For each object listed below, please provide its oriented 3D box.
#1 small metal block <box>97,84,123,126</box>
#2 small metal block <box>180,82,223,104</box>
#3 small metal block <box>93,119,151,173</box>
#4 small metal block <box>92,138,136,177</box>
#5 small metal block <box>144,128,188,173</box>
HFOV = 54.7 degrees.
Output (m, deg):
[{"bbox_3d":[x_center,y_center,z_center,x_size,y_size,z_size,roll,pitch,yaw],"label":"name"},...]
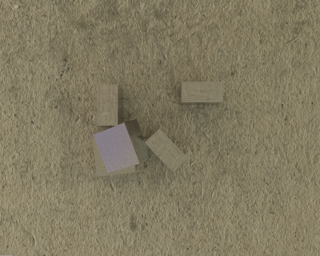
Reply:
[{"bbox_3d":[-0.063,-0.028,0.397,0.025,0.050,0.050,0,90,0],"label":"small metal block"},{"bbox_3d":[0.051,-0.044,0.398,0.050,0.050,0.025,0,90,0],"label":"small metal block"},{"bbox_3d":[-0.046,0.022,0.373,0.050,0.025,0.050,-20,91,31],"label":"small metal block"},{"bbox_3d":[-0.059,0.035,0.409,0.050,0.025,0.050,-6,90,0],"label":"small metal block"},{"bbox_3d":[0.008,0.027,0.397,0.025,0.050,0.050,-44,90,0],"label":"small metal block"}]
